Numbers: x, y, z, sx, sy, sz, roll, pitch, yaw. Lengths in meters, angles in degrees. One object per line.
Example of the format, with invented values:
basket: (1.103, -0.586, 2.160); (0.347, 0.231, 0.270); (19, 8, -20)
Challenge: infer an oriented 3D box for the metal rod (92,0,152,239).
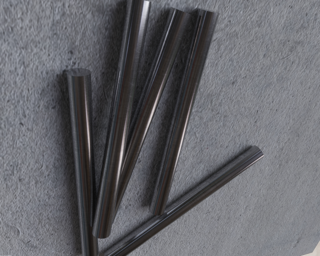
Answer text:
metal rod: (-0.050, 0.006, 0.367); (0.025, 0.025, 0.298); (0, 114, -29)

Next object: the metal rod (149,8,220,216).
metal rod: (0.025, -0.003, 0.418); (0.025, 0.025, 0.298); (-1, 119, -28)

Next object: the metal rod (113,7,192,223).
metal rod: (-0.027, 0.001, 0.392); (0.025, 0.025, 0.298); (8, 115, -32)

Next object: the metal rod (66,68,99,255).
metal rod: (-0.095, 0.070, 0.397); (0.025, 0.025, 0.298); (-10, 123, -23)

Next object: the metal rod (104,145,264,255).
metal rod: (0.043, 0.123, 0.505); (0.301, 0.025, 0.025); (-34, 129, -6)
